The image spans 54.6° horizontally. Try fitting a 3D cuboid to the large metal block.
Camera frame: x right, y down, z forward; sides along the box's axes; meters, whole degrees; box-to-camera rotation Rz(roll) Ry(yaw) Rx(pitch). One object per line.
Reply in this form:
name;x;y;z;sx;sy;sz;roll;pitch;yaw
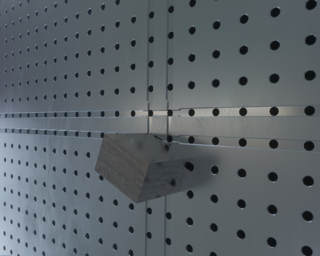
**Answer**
large metal block;-0.021;0.045;0.392;0.080;0.081;0.050;29;108;36
